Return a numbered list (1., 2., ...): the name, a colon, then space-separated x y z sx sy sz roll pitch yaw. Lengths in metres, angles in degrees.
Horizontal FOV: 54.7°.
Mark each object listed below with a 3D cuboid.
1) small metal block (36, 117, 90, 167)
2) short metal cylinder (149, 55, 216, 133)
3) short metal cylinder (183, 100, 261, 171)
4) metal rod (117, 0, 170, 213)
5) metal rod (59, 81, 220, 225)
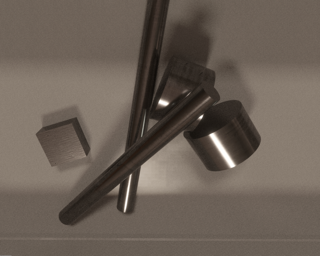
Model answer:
1. small metal block: -0.129 0.019 0.416 0.050 0.025 0.050 -17 110 5
2. short metal cylinder: 0.025 -0.040 0.368 0.050 0.080 0.079 20 109 -8
3. short metal cylinder: 0.077 0.008 0.386 0.080 0.080 0.050 -31 108 10
4. metal rod: -0.025 -0.022 0.402 0.025 0.025 0.298 9 110 -4
5. metal rod: -0.045 0.048 0.379 0.025 0.025 0.299 39 124 -14
